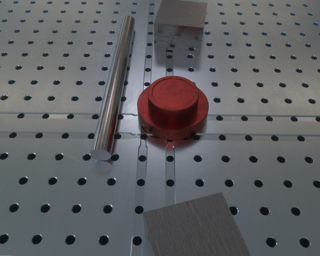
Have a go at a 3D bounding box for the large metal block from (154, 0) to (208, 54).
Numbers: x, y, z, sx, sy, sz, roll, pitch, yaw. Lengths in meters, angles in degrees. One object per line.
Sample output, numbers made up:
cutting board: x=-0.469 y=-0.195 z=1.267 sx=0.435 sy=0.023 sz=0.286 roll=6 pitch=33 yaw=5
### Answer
large metal block: x=0.037 y=-0.179 z=0.543 sx=0.080 sy=0.050 sz=0.080 roll=8 pitch=50 yaw=6

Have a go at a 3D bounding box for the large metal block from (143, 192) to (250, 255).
large metal block: x=0.033 y=0.117 z=0.293 sx=0.081 sy=0.050 sz=0.080 roll=-12 pitch=51 yaw=-10

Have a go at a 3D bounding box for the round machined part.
round machined part: x=0.018 y=-0.035 z=0.426 sx=0.099 sy=0.042 sz=0.098 roll=0 pitch=50 yaw=0

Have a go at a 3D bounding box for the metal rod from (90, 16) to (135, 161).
metal rod: x=-0.065 y=-0.082 z=0.475 sx=0.025 sy=0.025 sz=0.300 roll=2 pitch=50 yaw=2
